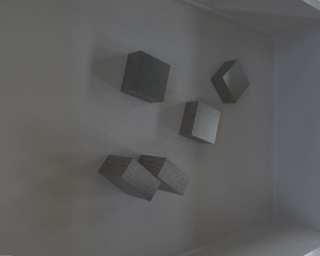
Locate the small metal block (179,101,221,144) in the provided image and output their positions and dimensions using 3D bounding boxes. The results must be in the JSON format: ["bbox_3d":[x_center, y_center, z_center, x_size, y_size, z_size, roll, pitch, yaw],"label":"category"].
[{"bbox_3d":[0.059,-0.007,0.456,0.050,0.025,0.050,22,77,-38],"label":"small metal block"}]

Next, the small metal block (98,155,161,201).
[{"bbox_3d":[-0.036,0.057,0.360,0.050,0.050,0.025,46,63,-30],"label":"small metal block"}]

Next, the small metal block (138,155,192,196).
[{"bbox_3d":[0.002,0.059,0.392,0.050,0.050,0.025,42,65,-32],"label":"small metal block"}]

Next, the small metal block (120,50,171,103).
[{"bbox_3d":[-0.018,-0.063,0.391,0.050,0.025,0.050,18,79,-39],"label":"small metal block"}]

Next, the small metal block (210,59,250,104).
[{"bbox_3d":[0.114,-0.075,0.502,0.050,0.025,0.050,-49,119,-29],"label":"small metal block"}]
